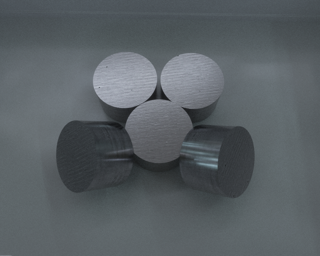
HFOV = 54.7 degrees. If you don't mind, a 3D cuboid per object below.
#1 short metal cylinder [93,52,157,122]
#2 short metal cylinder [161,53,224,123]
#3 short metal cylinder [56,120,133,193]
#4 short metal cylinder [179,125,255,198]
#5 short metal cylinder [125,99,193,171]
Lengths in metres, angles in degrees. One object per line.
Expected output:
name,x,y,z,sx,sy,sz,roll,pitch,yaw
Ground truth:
short metal cylinder,-0.044,-0.053,0.413,0.081,0.050,0.080,0,70,0
short metal cylinder,0.041,-0.052,0.415,0.081,0.050,0.080,0,70,0
short metal cylinder,-0.077,0.032,0.360,0.050,0.080,0.080,1,62,-48
short metal cylinder,0.068,0.037,0.359,0.050,0.080,0.080,3,64,43
short metal cylinder,-0.001,0.011,0.389,0.081,0.050,0.080,0,70,0
